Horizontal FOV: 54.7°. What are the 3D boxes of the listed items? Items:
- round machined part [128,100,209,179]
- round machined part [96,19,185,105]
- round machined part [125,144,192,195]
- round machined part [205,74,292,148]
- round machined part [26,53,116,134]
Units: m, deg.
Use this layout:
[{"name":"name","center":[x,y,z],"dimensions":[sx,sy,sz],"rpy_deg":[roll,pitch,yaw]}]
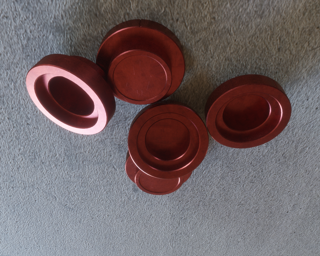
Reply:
[{"name":"round machined part","center":[0.009,0.012,0.394],"dimensions":[0.099,0.042,0.097],"rpy_deg":[-1,107,-3]},{"name":"round machined part","center":[-0.021,-0.065,0.341],"dimensions":[0.099,0.042,0.097],"rpy_deg":[-1,130,0]},{"name":"round machined part","center":[-0.001,0.060,0.448],"dimensions":[0.099,0.042,0.097],"rpy_deg":[-1,130,0]},{"name":"round machined part","center":[0.104,-0.024,0.379],"dimensions":[0.099,0.042,0.097],"rpy_deg":[-1,130,0]},{"name":"round machined part","center":[-0.094,-0.041,0.347],"dimensions":[0.098,0.042,0.097],"rpy_deg":[15,139,14]}]
